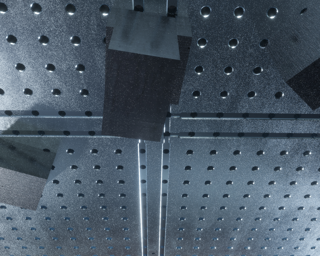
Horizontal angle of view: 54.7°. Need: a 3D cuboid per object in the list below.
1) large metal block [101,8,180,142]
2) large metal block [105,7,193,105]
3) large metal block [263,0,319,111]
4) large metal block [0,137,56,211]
[{"bbox_3d":[-0.018,-0.047,0.270,0.050,0.080,0.079,8,130,-7],"label":"large metal block"},{"bbox_3d":[-0.015,-0.075,0.331,0.081,0.050,0.079,5,130,-5],"label":"large metal block"},{"bbox_3d":[0.163,-0.078,0.312,0.050,0.080,0.080,35,122,-26],"label":"large metal block"},{"bbox_3d":[-0.207,0.069,0.451,0.081,0.050,0.079,19,127,-16],"label":"large metal block"}]
